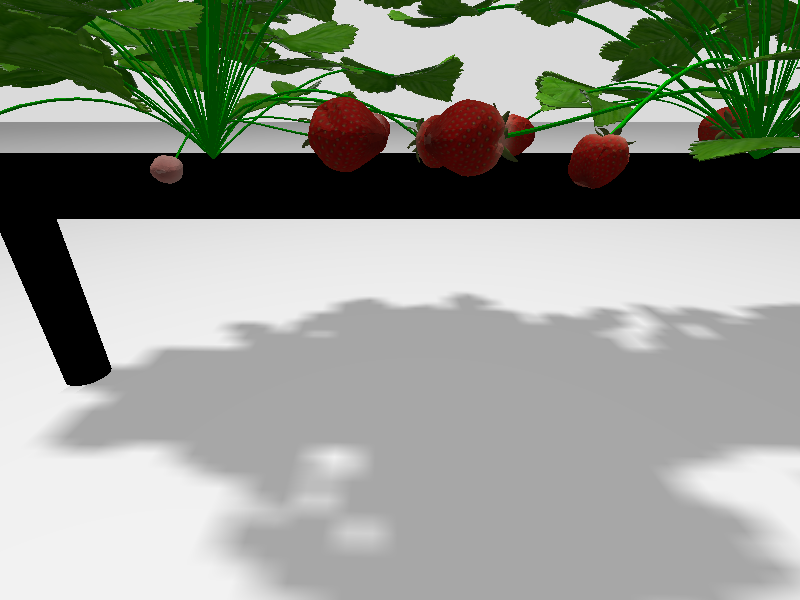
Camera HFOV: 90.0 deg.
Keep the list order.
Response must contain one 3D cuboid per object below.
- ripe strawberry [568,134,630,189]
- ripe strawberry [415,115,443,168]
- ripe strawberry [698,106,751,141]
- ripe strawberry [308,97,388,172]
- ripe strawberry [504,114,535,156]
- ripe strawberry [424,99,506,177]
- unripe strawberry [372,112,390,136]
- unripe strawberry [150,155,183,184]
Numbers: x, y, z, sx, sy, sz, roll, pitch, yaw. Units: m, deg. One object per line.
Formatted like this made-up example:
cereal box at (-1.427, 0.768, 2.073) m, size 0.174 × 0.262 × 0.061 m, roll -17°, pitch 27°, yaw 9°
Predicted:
ripe strawberry at (0.097, -0.068, 0.198) m, size 0.025 × 0.026 × 0.028 m, roll 32°, pitch -1°, yaw -43°
ripe strawberry at (0.028, -0.101, 0.258) m, size 0.033 × 0.033 × 0.036 m, roll 15°, pitch 29°, yaw 17°
ripe strawberry at (0.338, -0.181, 0.418) m, size 0.045 × 0.039 × 0.046 m, roll 10°, pitch 26°, yaw 20°
ripe strawberry at (-0.030, -0.098, 0.241) m, size 0.043 × 0.043 × 0.047 m, roll 18°, pitch 30°, yaw 32°
ripe strawberry at (0.098, -0.138, 0.338) m, size 0.031 × 0.033 × 0.029 m, roll -1°, pitch 25°, yaw -3°
ripe strawberry at (0.034, -0.091, 0.227) m, size 0.041 × 0.041 × 0.045 m, roll -10°, pitch 27°, yaw -20°
unripe strawberry at (-0.025, -0.179, 0.423) m, size 0.033 × 0.034 × 0.030 m, roll -19°, pitch 31°, yaw -36°
unripe strawberry at (-0.122, -0.068, 0.209) m, size 0.016 × 0.014 × 0.015 m, roll -6°, pitch 26°, yaw -13°
